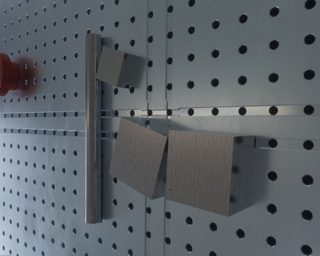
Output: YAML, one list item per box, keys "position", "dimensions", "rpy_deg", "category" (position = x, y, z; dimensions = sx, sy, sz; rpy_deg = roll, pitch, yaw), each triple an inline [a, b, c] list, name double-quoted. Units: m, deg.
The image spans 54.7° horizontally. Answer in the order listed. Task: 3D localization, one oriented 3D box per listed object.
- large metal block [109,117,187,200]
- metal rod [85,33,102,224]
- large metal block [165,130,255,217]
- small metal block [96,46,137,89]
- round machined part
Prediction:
- position: [-0.014, 0.036, 0.405]
  dimensions: [0.080, 0.050, 0.079]
  rpy_deg: [22, 104, 37]
  category: "large metal block"
- position: [-0.107, 0.001, 0.497]
  dimensions: [0.025, 0.025, 0.298]
  rpy_deg: [0, 90, 40]
  category: "metal rod"
- position: [0.055, 0.045, 0.348]
  dimensions: [0.080, 0.050, 0.079]
  rpy_deg: [5, 94, 40]
  category: "large metal block"
- position: [-0.066, -0.091, 0.464]
  dimensions: [0.050, 0.025, 0.050]
  rpy_deg: [26, 106, 37]
  category: "small metal block"
- position: [-0.350, -0.117, 0.687]
  dimensions: [0.098, 0.042, 0.097]
  rpy_deg: [0, 90, 40]
  category: "round machined part"
